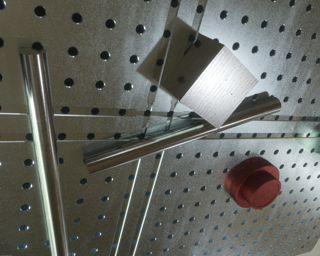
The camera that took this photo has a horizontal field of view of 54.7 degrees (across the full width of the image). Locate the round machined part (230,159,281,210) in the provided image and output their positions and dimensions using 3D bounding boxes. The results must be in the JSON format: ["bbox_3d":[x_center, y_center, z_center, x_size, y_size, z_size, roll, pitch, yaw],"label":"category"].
[{"bbox_3d":[0.180,0.109,0.566,0.099,0.042,0.097,-14,124,-21],"label":"round machined part"}]

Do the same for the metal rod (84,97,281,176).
[{"bbox_3d":[0.045,0.006,0.438,0.302,0.025,0.025,-17,126,-19],"label":"metal rod"}]

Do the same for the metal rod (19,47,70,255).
[{"bbox_3d":[-0.133,0.055,0.372,0.025,0.025,0.298,-10,123,-23],"label":"metal rod"}]

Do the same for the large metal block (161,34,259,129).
[{"bbox_3d":[0.064,-0.057,0.394,0.080,0.050,0.080,32,101,-38],"label":"large metal block"}]
